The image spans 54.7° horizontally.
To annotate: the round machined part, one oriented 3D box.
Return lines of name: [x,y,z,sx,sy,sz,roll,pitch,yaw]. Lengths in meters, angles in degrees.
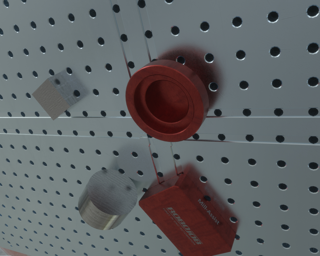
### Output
round machined part: [0.012,-0.035,0.372,0.098,0.042,0.097,13,124,21]

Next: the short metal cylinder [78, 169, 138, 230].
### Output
short metal cylinder: [-0.082,0.112,0.489,0.080,0.080,0.050,37,129,3]

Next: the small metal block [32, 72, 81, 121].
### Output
small metal block: [-0.156,-0.047,0.465,0.050,0.025,0.050,-29,103,37]

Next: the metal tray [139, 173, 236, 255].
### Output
metal tray: [0.040,0.139,0.473,0.090,0.030,0.130,-33,100,38]
